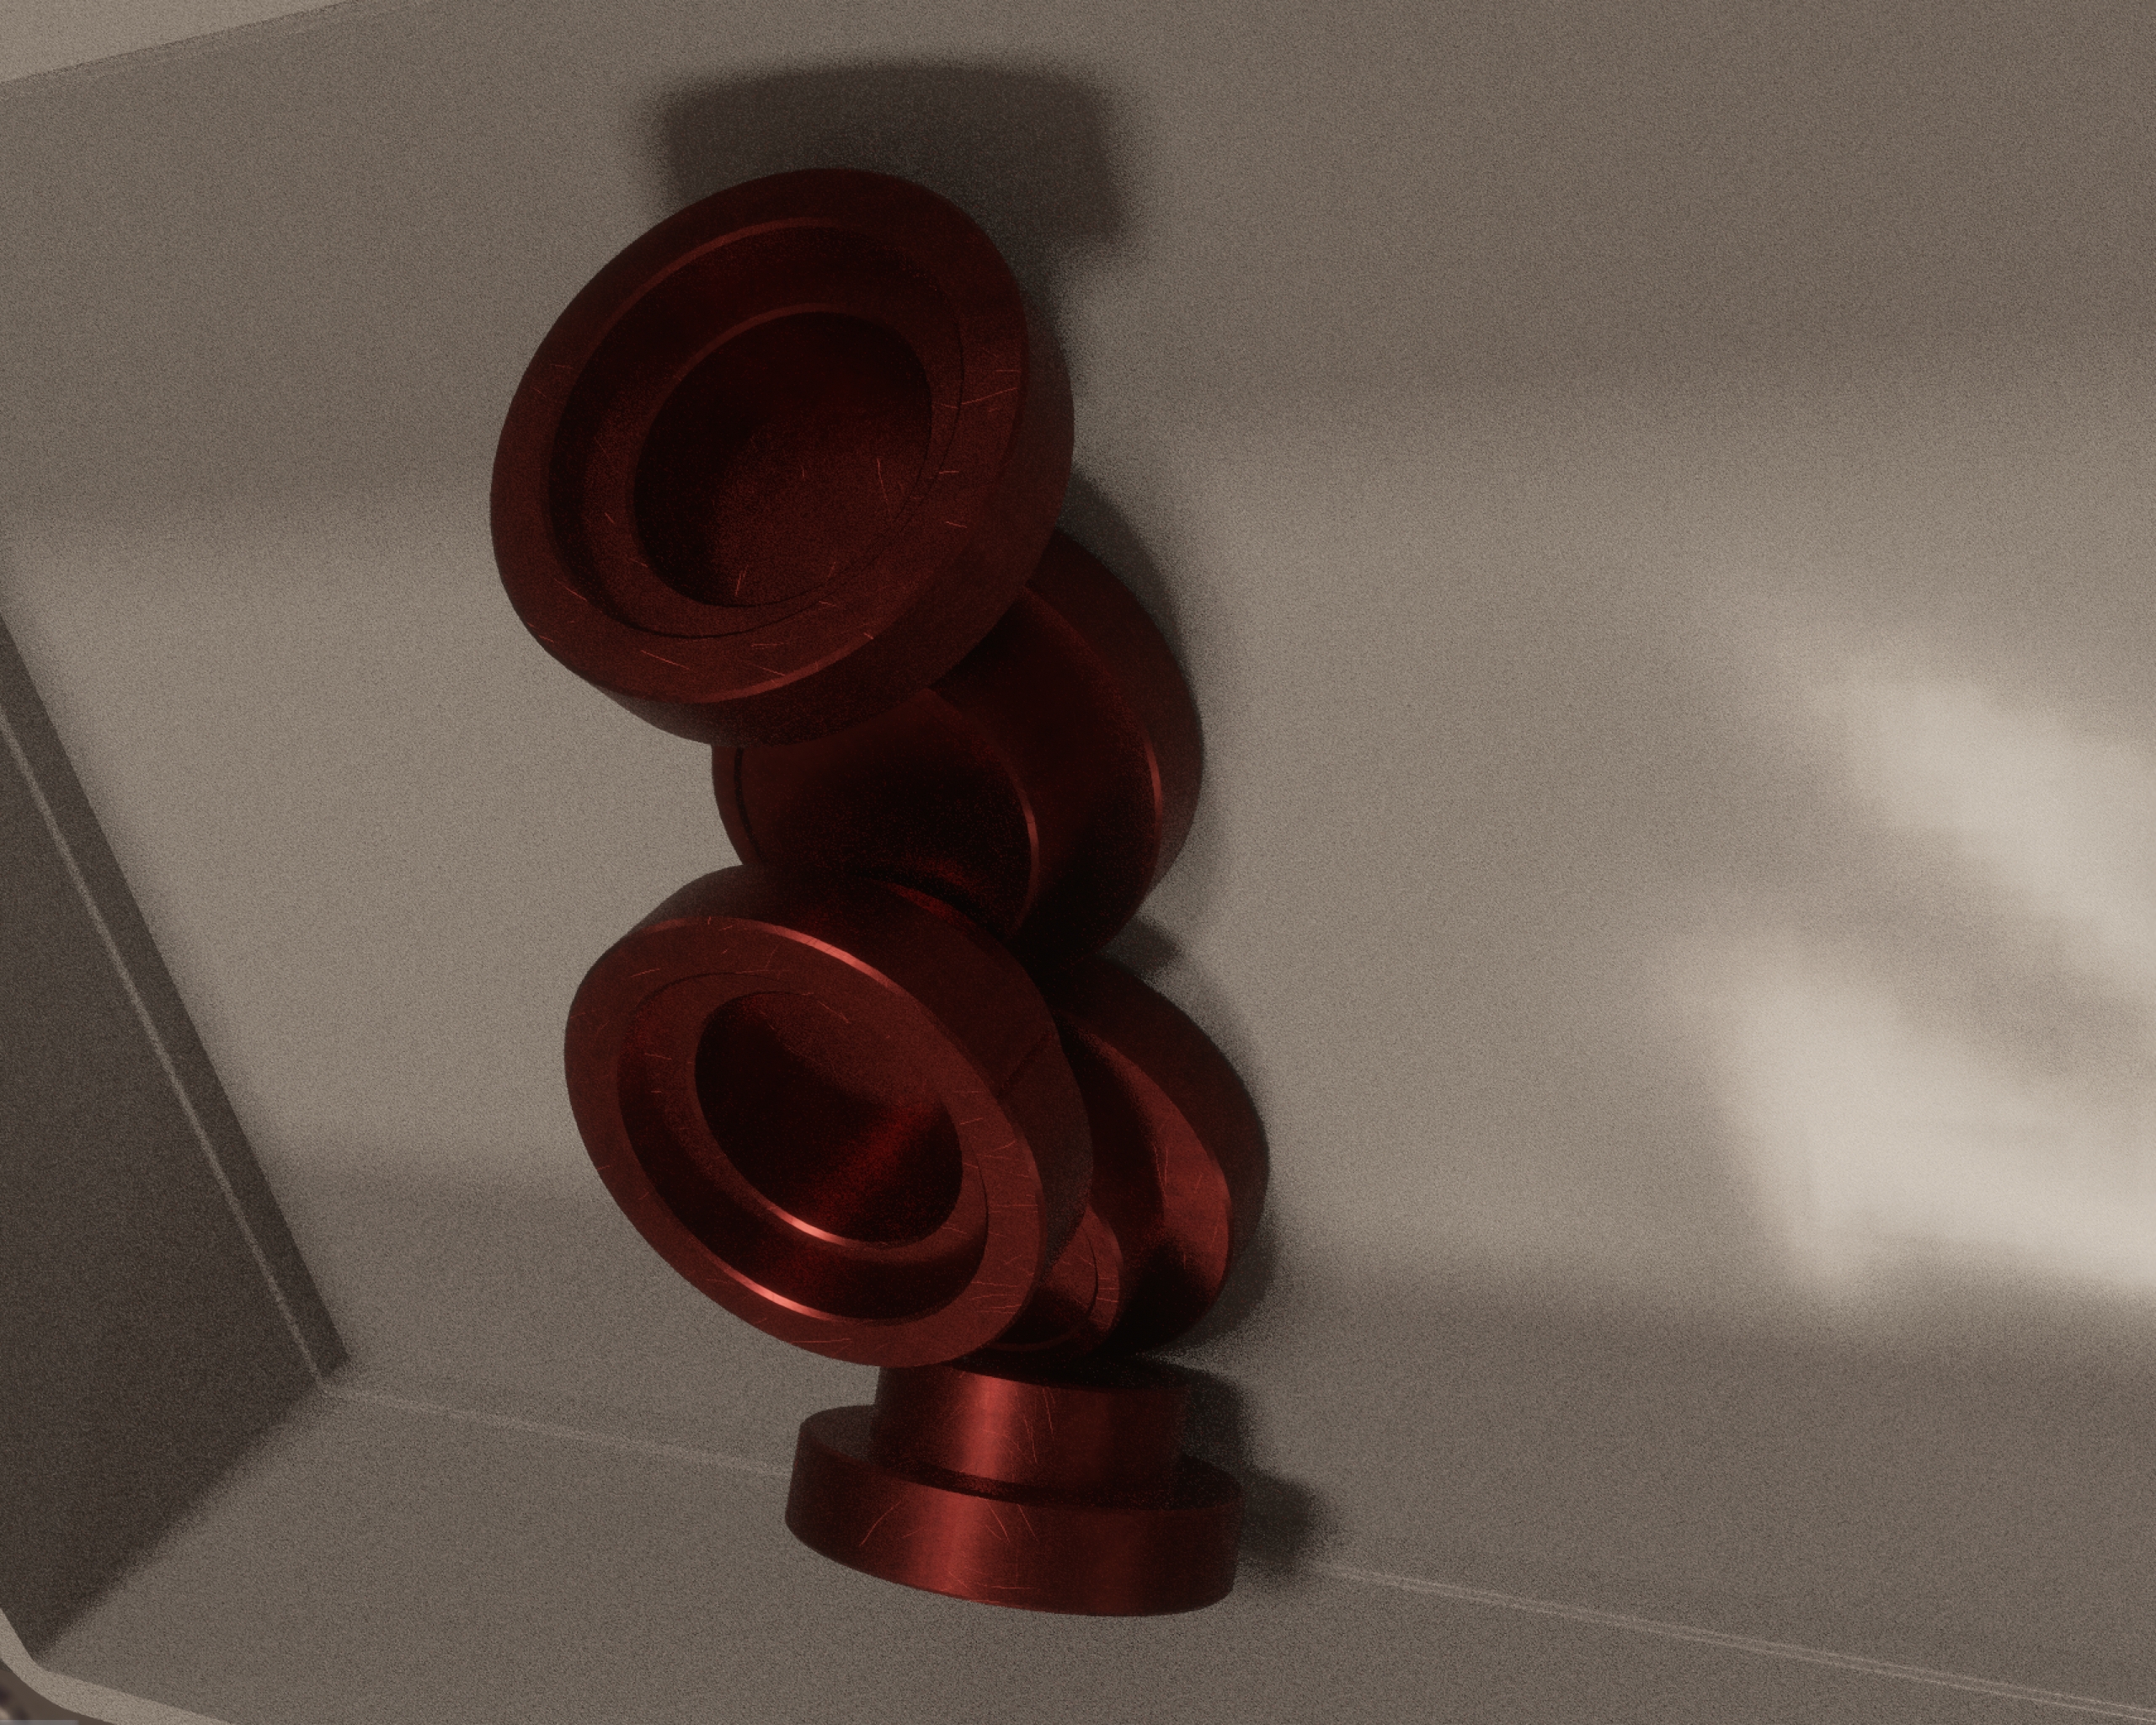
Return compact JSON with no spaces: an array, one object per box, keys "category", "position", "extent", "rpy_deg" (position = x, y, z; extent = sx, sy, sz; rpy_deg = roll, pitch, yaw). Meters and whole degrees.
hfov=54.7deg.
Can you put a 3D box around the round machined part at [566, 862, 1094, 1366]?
[{"category":"round machined part","position":[-0.042,0.042,0.386],"extent":[0.098,0.042,0.097],"rpy_deg":[13,124,20]}]

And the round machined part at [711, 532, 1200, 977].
[{"category":"round machined part","position":[-0.030,-0.018,0.398],"extent":[0.098,0.042,0.097],"rpy_deg":[13,124,20]}]

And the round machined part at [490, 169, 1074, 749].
[{"category":"round machined part","position":[-0.046,-0.064,0.355],"extent":[0.098,0.098,0.042],"rpy_deg":[7,164,24]}]

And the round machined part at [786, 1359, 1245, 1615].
[{"category":"round machined part","position":[-0.012,0.129,0.457],"extent":[0.098,0.098,0.042],"rpy_deg":[6,84,24]}]

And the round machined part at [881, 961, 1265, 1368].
[{"category":"round machined part","position":[-0.013,0.068,0.442],"extent":[0.098,0.042,0.097],"rpy_deg":[13,124,20]}]
